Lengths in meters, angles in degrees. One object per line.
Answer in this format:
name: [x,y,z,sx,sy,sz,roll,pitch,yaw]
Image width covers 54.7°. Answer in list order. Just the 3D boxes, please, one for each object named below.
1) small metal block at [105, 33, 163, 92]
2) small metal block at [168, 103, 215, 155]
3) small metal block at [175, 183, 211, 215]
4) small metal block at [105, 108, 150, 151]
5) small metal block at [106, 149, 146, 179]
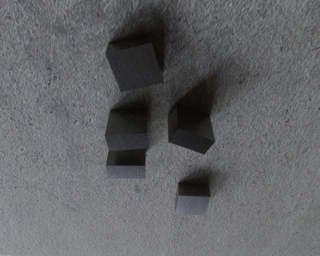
small metal block: [-0.027,-0.072,0.345,0.050,0.025,0.050,-11,130,9]
small metal block: [0.038,0.000,0.391,0.050,0.050,0.025,20,127,-16]
small metal block: [0.052,0.117,0.507,0.050,0.025,0.050,3,130,-3]
small metal block: [-0.039,0.001,0.391,0.050,0.050,0.025,-4,130,3]
small metal block: [-0.045,0.042,0.426,0.050,0.050,0.025,1,130,-1]
